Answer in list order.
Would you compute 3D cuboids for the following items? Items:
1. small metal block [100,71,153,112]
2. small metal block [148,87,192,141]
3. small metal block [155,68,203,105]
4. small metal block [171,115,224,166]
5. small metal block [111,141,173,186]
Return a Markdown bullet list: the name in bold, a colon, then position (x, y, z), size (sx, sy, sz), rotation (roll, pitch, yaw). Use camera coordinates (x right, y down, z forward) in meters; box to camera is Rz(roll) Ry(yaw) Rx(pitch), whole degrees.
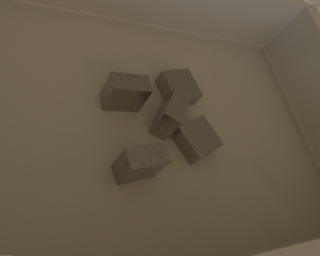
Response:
- **small metal block**: position (-0.044, -0.044, 0.394), size (0.050, 0.050, 0.025), rotation (2, 61, -28)
- **small metal block**: position (0.013, -0.018, 0.409), size (0.025, 0.050, 0.050), rotation (30, 52, -10)
- **small metal block**: position (0.028, -0.059, 0.458), size (0.050, 0.025, 0.050), rotation (-13, 69, -34)
- **small metal block**: position (0.051, 0.016, 0.425), size (0.050, 0.025, 0.050), rotation (-24, 75, -37)
- **small metal block**: position (-0.022, 0.041, 0.354), size (0.050, 0.050, 0.025), rotation (-9, 67, -32)
